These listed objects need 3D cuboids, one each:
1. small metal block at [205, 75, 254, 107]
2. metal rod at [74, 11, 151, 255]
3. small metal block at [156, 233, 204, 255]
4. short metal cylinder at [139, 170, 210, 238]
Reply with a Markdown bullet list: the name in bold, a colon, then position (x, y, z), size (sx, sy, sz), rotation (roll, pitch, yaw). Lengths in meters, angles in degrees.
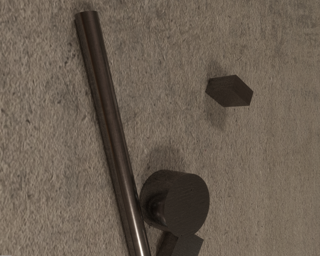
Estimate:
- **small metal block**: position (0.108, -0.056, 0.482), size (0.050, 0.050, 0.025), rotation (32, 70, -36)
- **metal rod**: position (-0.052, 0.020, 0.362), size (0.025, 0.025, 0.298), rotation (-19, 102, -39)
- **small metal block**: position (0.028, 0.168, 0.431), size (0.050, 0.025, 0.050), rotation (40, 66, -33)
- **short metal cylinder**: position (0.020, 0.097, 0.407), size (0.081, 0.050, 0.079), rotation (0, 90, -40)
